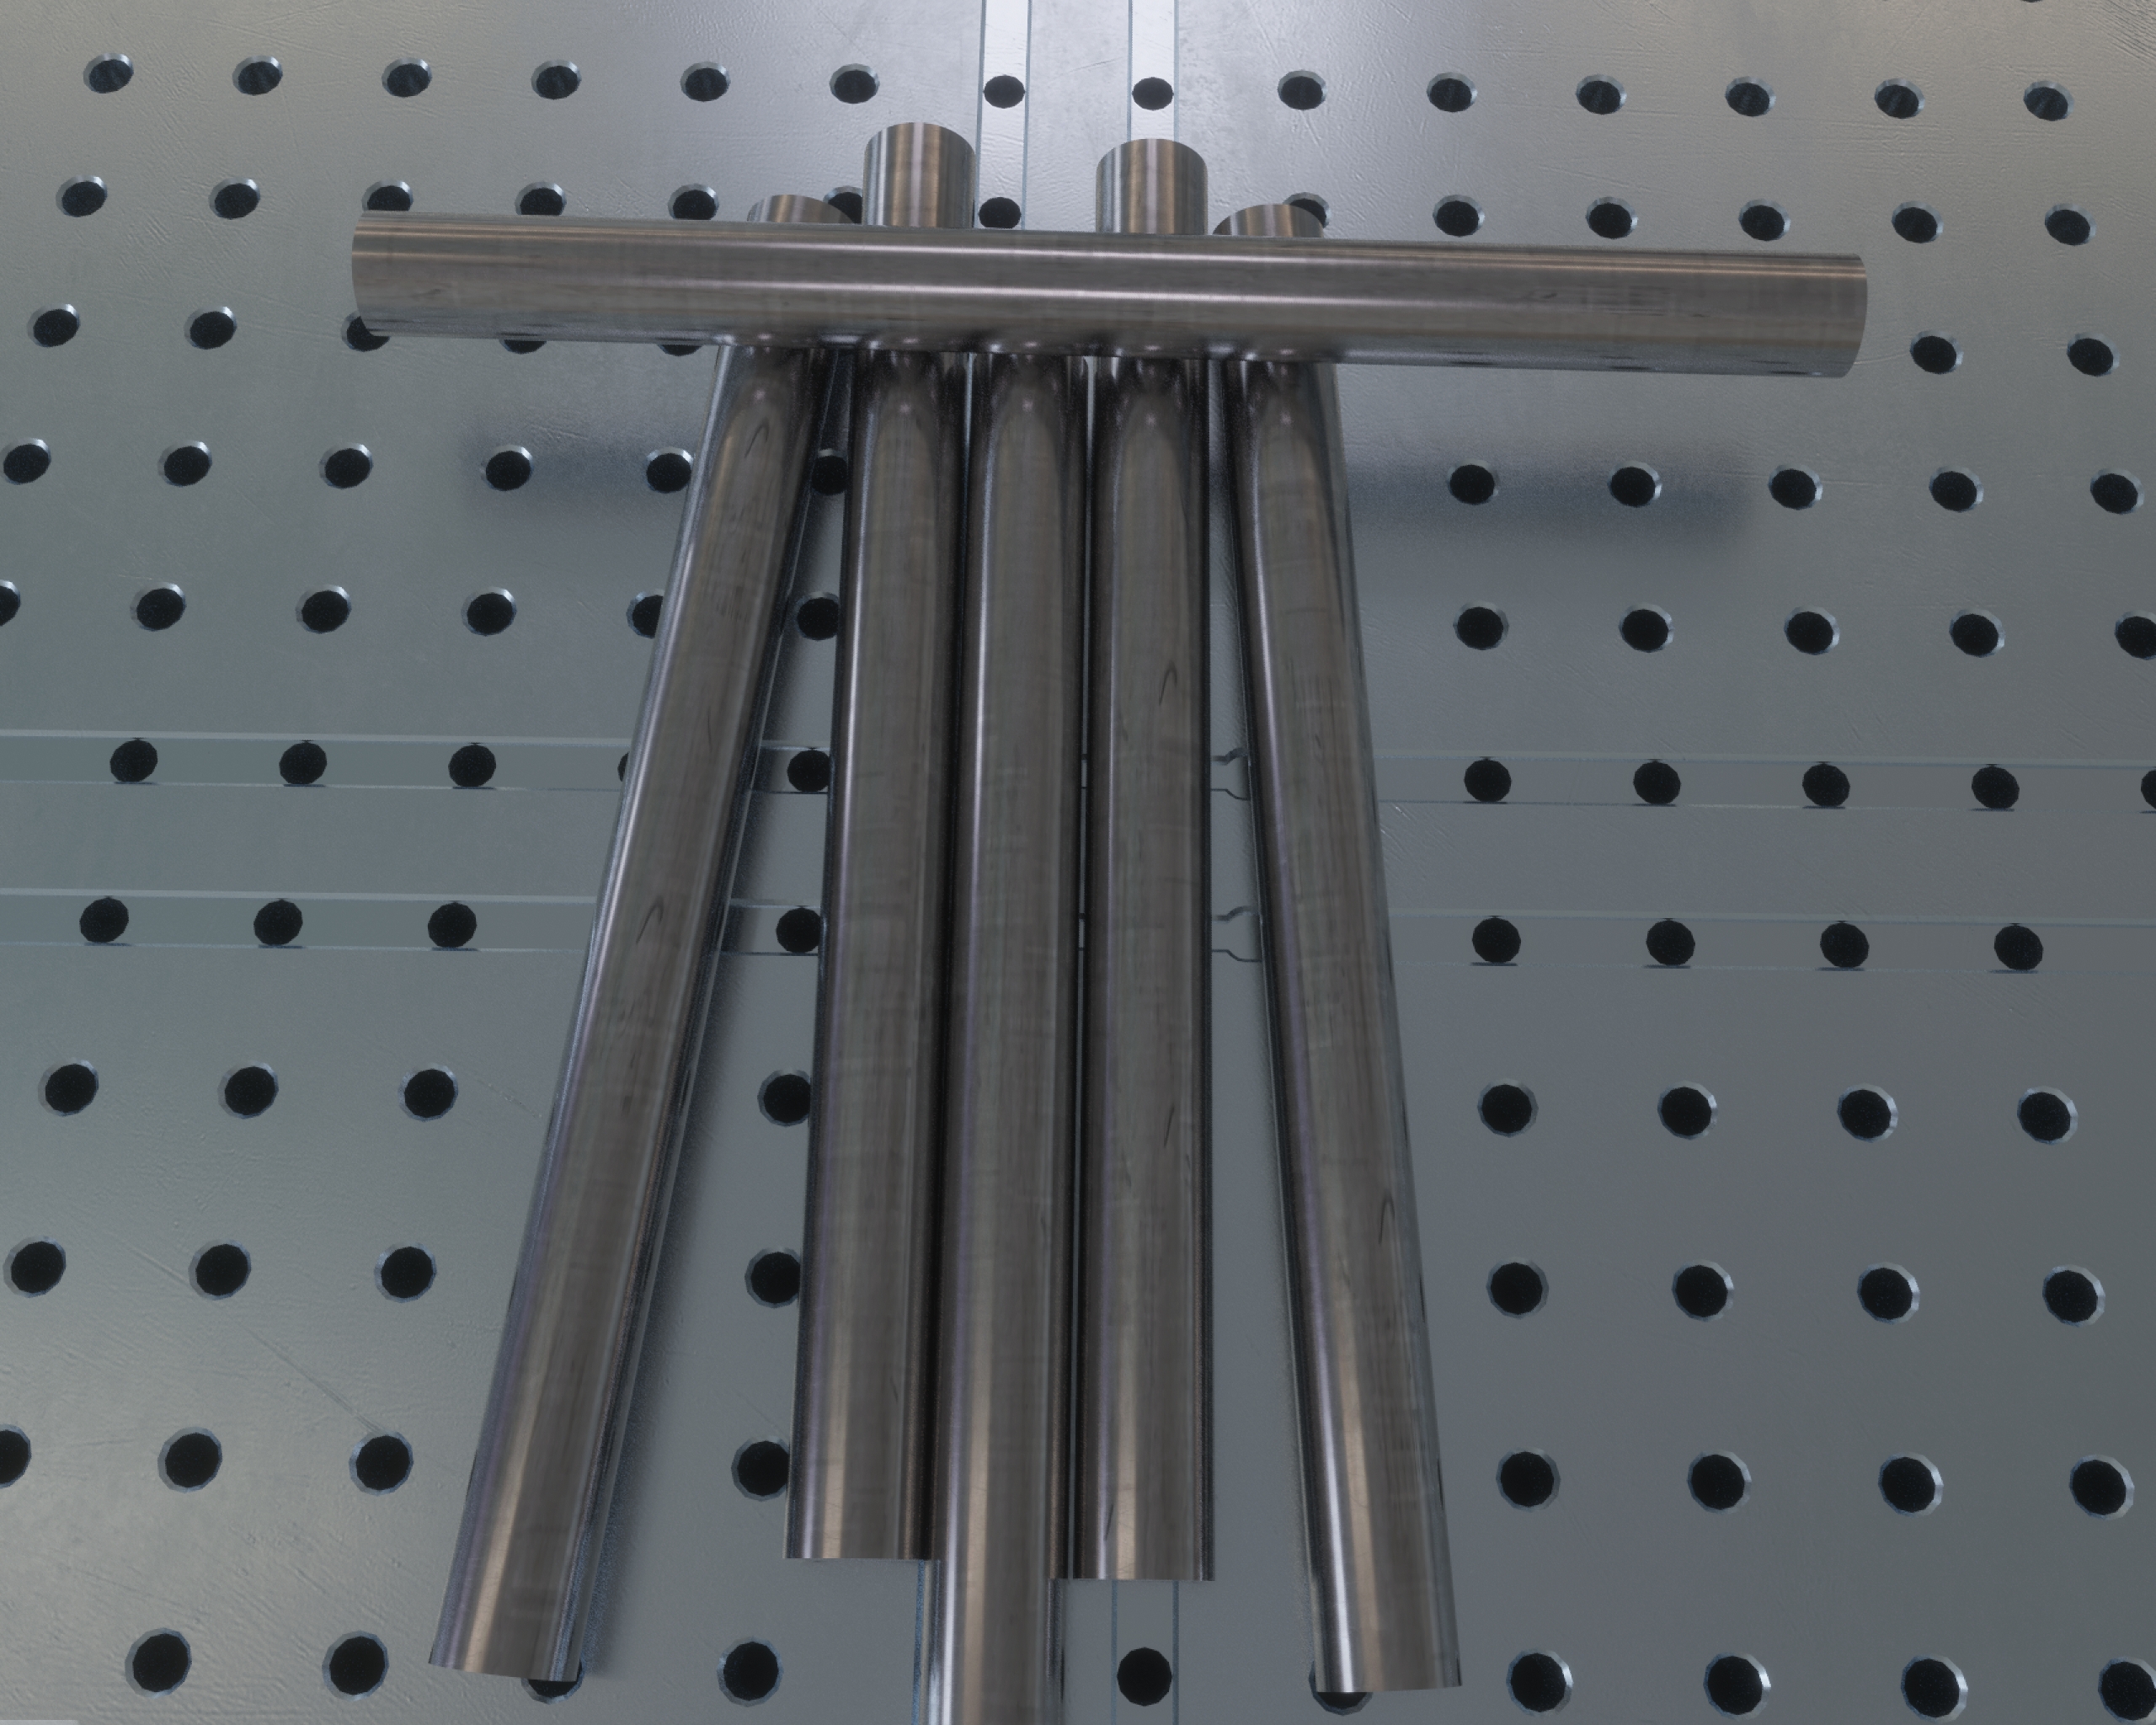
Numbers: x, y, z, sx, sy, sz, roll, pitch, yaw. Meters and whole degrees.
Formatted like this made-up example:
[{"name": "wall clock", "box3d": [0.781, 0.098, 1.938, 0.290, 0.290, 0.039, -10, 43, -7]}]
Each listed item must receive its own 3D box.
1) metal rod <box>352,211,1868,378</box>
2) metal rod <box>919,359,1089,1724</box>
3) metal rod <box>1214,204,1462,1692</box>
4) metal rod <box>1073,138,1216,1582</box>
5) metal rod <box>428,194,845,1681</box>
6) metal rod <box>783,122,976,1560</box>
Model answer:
[{"name": "metal rod", "box3d": [0.006, -0.116, 0.428, 0.302, 0.025, 0.025, 2, 70, 0]}, {"name": "metal rod", "box3d": [-0.013, 0.035, 0.399, 0.025, 0.025, 0.299, 1, 70, 0]}, {"name": "metal rod", "box3d": [0.048, 0.002, 0.412, 0.025, 0.025, 0.299, -2, 70, -1]}, {"name": "metal rod", "box3d": [0.014, -0.014, 0.418, 0.025, 0.025, 0.299, 1, 70, 0]}, {"name": "metal rod", "box3d": [-0.080, 0.000, 0.410, 0.025, 0.025, 0.299, 7, 70, 2]}, {"name": "metal rod", "box3d": [-0.037, -0.018, 0.418, 0.025, 0.025, 0.299, 1, 70, 0]}]
